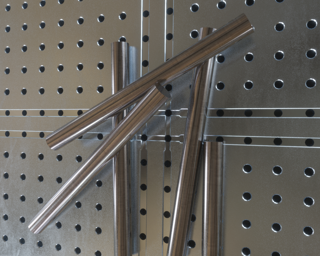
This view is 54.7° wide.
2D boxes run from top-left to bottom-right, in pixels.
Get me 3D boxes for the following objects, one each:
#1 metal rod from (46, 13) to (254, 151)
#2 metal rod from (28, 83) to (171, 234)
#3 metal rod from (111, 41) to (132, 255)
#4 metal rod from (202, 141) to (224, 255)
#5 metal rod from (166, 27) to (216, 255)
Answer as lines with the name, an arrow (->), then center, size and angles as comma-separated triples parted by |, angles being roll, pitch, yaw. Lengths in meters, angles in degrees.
metal rod -> -0.025, -0.049, 0.392 | 0.300, 0.025, 0.025 | -29, 81, 17
metal rod -> -0.094, 0.054, 0.423 | 0.299, 0.025, 0.025 | -45, 76, 22
metal rod -> -0.053, 0.032, 0.430 | 0.025, 0.025, 0.298 | -1, 90, 19
metal rod -> 0.065, 0.166, 0.389 | 0.025, 0.025, 0.298 | 1, 90, 19
metal rod -> 0.041, 0.024, 0.397 | 0.025, 0.025, 0.298 | 9, 93, 19
